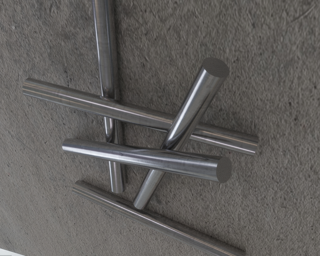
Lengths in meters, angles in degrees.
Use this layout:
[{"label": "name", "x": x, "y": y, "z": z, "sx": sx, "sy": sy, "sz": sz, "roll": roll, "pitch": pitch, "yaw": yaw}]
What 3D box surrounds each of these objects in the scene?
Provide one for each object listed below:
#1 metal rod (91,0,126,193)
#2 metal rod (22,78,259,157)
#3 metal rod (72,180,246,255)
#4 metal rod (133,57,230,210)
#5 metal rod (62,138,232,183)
[{"label": "metal rod", "x": -0.066, "y": -0.029, "z": 0.423, "sx": 0.025, "sy": 0.025, "sz": 0.298, "roll": 14, "pitch": 124, "yaw": 20}, {"label": "metal rod", "x": -0.032, "y": -0.017, "z": 0.387, "sx": 0.301, "sy": 0.025, "sz": 0.025, "roll": 15, "pitch": 125, "yaw": 10}, {"label": "metal rod", "x": -0.012, "y": 0.151, "z": 0.506, "sx": 0.301, "sy": 0.025, "sz": 0.025, "roll": 19, "pitch": 126, "yaw": 17}, {"label": "metal rod", "x": 0.009, "y": 0.033, "z": 0.383, "sx": 0.025, "sy": 0.025, "sz": 0.298, "roll": 33, "pitch": 141, "yaw": 7}, {"label": "metal rod", "x": -0.044, "y": 0.034, "z": 0.396, "sx": 0.300, "sy": 0.025, "sz": 0.025, "roll": 3, "pitch": 121, "yaw": 46}]
